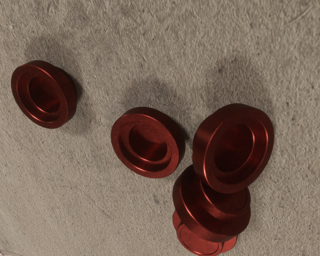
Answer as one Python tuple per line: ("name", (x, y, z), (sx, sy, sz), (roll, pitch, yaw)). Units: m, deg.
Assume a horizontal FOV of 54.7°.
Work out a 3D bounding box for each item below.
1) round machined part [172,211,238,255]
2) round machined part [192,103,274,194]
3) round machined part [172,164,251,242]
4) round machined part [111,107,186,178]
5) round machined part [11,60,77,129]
("round machined part", (0.063, 0.149, 0.454), (0.098, 0.042, 0.097), (13, 124, 20))
("round machined part", (0.076, 0.020, 0.344), (0.042, 0.099, 0.097), (31, 139, 55))
("round machined part", (0.068, 0.082, 0.372), (0.098, 0.098, 0.042), (37, 133, 3))
("round machined part", (-0.012, 0.015, 0.410), (0.098, 0.042, 0.097), (13, 124, 20))
("round machined part", (-0.160, -0.051, 0.446), (0.098, 0.042, 0.097), (13, 124, 20))
